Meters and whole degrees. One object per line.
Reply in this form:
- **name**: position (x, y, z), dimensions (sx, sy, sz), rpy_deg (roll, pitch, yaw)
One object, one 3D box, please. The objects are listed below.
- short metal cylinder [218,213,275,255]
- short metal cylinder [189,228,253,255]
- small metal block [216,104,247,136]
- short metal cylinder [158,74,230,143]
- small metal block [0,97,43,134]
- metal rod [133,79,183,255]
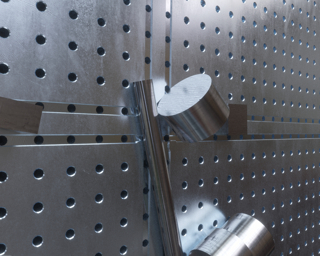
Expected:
- **short metal cylinder**: position (0.128, 0.181, 0.481), dimensions (0.050, 0.080, 0.080), rpy_deg (-31, 110, -36)
- **short metal cylinder**: position (0.089, 0.194, 0.448), dimensions (0.050, 0.080, 0.080), rpy_deg (-30, 109, -36)
- **small metal block**: position (0.118, -0.014, 0.507), dimensions (0.050, 0.025, 0.050), rpy_deg (-1, 91, -40)
- **short metal cylinder**: position (0.044, -0.026, 0.410), dimensions (0.050, 0.080, 0.080), rpy_deg (52, 60, -28)
- **small metal block**: position (-0.140, -0.012, 0.275), dimensions (0.050, 0.050, 0.025), rpy_deg (14, 81, -39)
- **metal rod**: position (0.004, 0.086, 0.412), dimensions (0.025, 0.025, 0.298), rpy_deg (-17, 101, -39)
